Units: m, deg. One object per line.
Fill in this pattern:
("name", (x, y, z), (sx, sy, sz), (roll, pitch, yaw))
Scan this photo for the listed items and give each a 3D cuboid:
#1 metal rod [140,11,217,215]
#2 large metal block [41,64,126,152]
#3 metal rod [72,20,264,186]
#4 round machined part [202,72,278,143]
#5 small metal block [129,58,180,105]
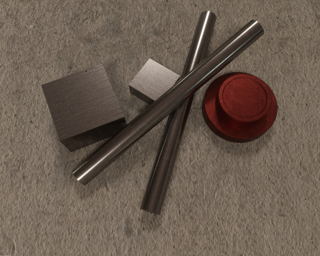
("metal rod", (0.031, -0.034, 0.420), (0.025, 0.025, 0.299), (16, 71, 5))
("large metal block", (-0.096, -0.025, 0.403), (0.080, 0.050, 0.080), (-22, 72, -8))
("metal rod", (0.013, -0.035, 0.396), (0.301, 0.025, 0.025), (-40, 75, -4))
("round machined part", (0.108, -0.033, 0.412), (0.099, 0.042, 0.098), (0, 70, -1))
("small metal block", (-0.007, -0.060, 0.430), (0.050, 0.025, 0.050), (32, 73, 11))
